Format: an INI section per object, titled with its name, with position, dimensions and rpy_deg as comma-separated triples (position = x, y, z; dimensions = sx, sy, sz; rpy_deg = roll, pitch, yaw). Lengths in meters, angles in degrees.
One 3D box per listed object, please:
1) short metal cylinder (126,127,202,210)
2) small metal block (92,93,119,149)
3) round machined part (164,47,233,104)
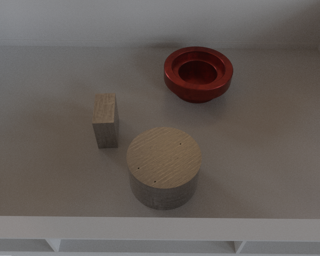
[short metal cylinder]
position = 0.004, 0.045, 0.351
dimensions = 0.081, 0.050, 0.080
rpy_deg = 0, 50, 0
[small metal block]
position = -0.068, -0.009, 0.396
dimensions = 0.025, 0.050, 0.050
rpy_deg = -2, 50, -2
[round machined part]
position = 0.055, -0.074, 0.457
dimensions = 0.099, 0.042, 0.098
rpy_deg = 0, 50, 0
